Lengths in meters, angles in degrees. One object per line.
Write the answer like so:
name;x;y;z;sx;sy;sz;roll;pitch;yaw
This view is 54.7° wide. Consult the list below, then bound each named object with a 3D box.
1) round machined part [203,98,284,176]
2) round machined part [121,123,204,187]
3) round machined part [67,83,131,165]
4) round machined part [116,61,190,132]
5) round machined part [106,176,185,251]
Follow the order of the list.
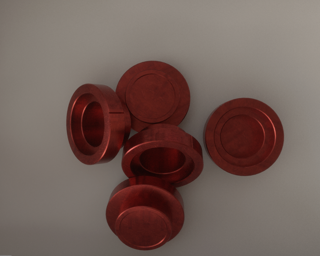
round machined part;0.105;0.011;0.404;0.099;0.042;0.097;0;90;-1
round machined part;0.003;0.032;0.386;0.099;0.097;0.042;1;47;-1
round machined part;-0.073;-0.005;0.385;0.042;0.098;0.097;-2;90;-45
round machined part;-0.009;-0.039;0.403;0.099;0.042;0.097;0;90;-1
round machined part;-0.019;0.112;0.385;0.099;0.042;0.097;1;114;2
